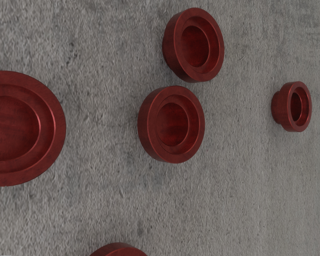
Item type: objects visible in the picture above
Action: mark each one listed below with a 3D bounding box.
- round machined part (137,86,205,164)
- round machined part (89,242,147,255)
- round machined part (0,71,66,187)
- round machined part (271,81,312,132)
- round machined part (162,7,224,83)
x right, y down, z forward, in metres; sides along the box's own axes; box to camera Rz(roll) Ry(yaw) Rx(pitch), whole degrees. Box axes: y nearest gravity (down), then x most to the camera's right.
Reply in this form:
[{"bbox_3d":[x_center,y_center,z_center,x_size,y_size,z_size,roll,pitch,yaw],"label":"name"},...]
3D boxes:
[{"bbox_3d":[0.010,-0.004,0.402,0.099,0.042,0.097,0,90,-40],"label":"round machined part"},{"bbox_3d":[-0.057,0.178,0.346,0.099,0.042,0.097,0,90,-40],"label":"round machined part"},{"bbox_3d":[-0.140,0.000,0.277,0.099,0.042,0.097,0,90,-40],"label":"round machined part"},{"bbox_3d":[0.254,-0.041,0.606,0.099,0.042,0.097,0,90,-40],"label":"round machined part"},{"bbox_3d":[0.042,-0.111,0.428,0.099,0.042,0.097,0,90,-40],"label":"round machined part"}]
